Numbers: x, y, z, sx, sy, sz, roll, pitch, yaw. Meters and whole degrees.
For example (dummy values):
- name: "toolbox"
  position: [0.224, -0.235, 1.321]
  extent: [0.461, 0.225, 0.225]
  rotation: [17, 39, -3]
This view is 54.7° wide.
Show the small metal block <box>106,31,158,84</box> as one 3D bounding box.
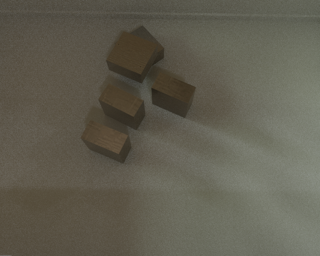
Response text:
- name: "small metal block"
  position: [-0.037, -0.095, 0.418]
  extent: [0.050, 0.025, 0.050]
  rotation: [24, 72, 8]

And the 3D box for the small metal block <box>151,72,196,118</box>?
- name: "small metal block"
  position: [0.017, -0.043, 0.412]
  extent: [0.050, 0.050, 0.025]
  rotation: [24, 72, 8]

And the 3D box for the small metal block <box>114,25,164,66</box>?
- name: "small metal block"
  position: [-0.029, -0.113, 0.450]
  extent: [0.050, 0.025, 0.050]
  rotation: [-37, 74, -13]

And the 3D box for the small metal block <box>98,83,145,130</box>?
- name: "small metal block"
  position: [-0.048, -0.026, 0.405]
  extent: [0.050, 0.050, 0.025]
  rotation: [26, 72, 9]

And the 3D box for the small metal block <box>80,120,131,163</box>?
- name: "small metal block"
  position: [-0.066, 0.019, 0.389]
  extent: [0.050, 0.050, 0.025]
  rotation: [22, 72, 7]
